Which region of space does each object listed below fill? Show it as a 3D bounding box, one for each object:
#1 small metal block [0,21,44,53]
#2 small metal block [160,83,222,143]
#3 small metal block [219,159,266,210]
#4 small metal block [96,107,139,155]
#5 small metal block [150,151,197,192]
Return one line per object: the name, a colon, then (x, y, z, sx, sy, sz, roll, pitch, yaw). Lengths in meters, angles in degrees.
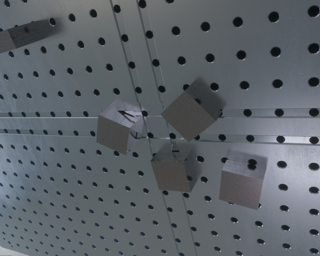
small metal block: (-0.199, -0.123, 0.425, 0.050, 0.050, 0.025, -4, 116, 30)
small metal block: (0.038, -0.018, 0.380, 0.050, 0.025, 0.050, 45, 129, -3)
small metal block: (0.106, 0.073, 0.401, 0.050, 0.025, 0.050, 12, 124, 21)
small metal block: (-0.062, 0.005, 0.448, 0.050, 0.025, 0.050, 23, 127, 14)
small metal block: (0.020, 0.062, 0.439, 0.050, 0.025, 0.050, -1, 118, 28)
